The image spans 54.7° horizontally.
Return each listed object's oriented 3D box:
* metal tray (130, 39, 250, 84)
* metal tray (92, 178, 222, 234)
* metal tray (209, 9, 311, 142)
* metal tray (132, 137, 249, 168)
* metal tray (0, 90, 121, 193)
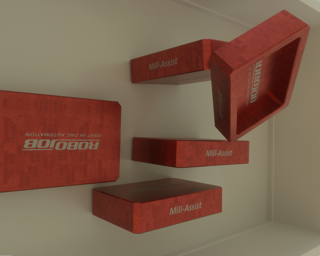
[{"bbox_3d":[0.037,-0.074,0.371,0.091,0.130,0.030,-5,94,-40],"label":"metal tray"},{"bbox_3d":[-0.001,0.085,0.365,0.131,0.090,0.030,1,90,-40],"label":"metal tray"},{"bbox_3d":[0.101,-0.047,0.328,0.090,0.030,0.130,-32,148,-8],"label":"metal tray"},{"bbox_3d":[0.041,0.029,0.401,0.131,0.090,0.030,3,89,-40],"label":"metal tray"},{"bbox_3d":[-0.104,0.013,0.318,0.131,0.030,0.089,2,89,-40],"label":"metal tray"}]
